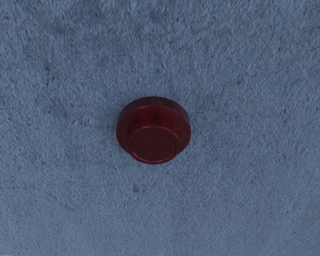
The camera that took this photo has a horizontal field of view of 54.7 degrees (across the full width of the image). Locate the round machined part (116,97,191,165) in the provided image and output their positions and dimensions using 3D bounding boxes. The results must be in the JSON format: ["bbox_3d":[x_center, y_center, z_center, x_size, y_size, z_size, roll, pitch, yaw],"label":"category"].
[{"bbox_3d":[-0.008,0.010,0.406,0.099,0.042,0.097,-1,130,0],"label":"round machined part"}]
